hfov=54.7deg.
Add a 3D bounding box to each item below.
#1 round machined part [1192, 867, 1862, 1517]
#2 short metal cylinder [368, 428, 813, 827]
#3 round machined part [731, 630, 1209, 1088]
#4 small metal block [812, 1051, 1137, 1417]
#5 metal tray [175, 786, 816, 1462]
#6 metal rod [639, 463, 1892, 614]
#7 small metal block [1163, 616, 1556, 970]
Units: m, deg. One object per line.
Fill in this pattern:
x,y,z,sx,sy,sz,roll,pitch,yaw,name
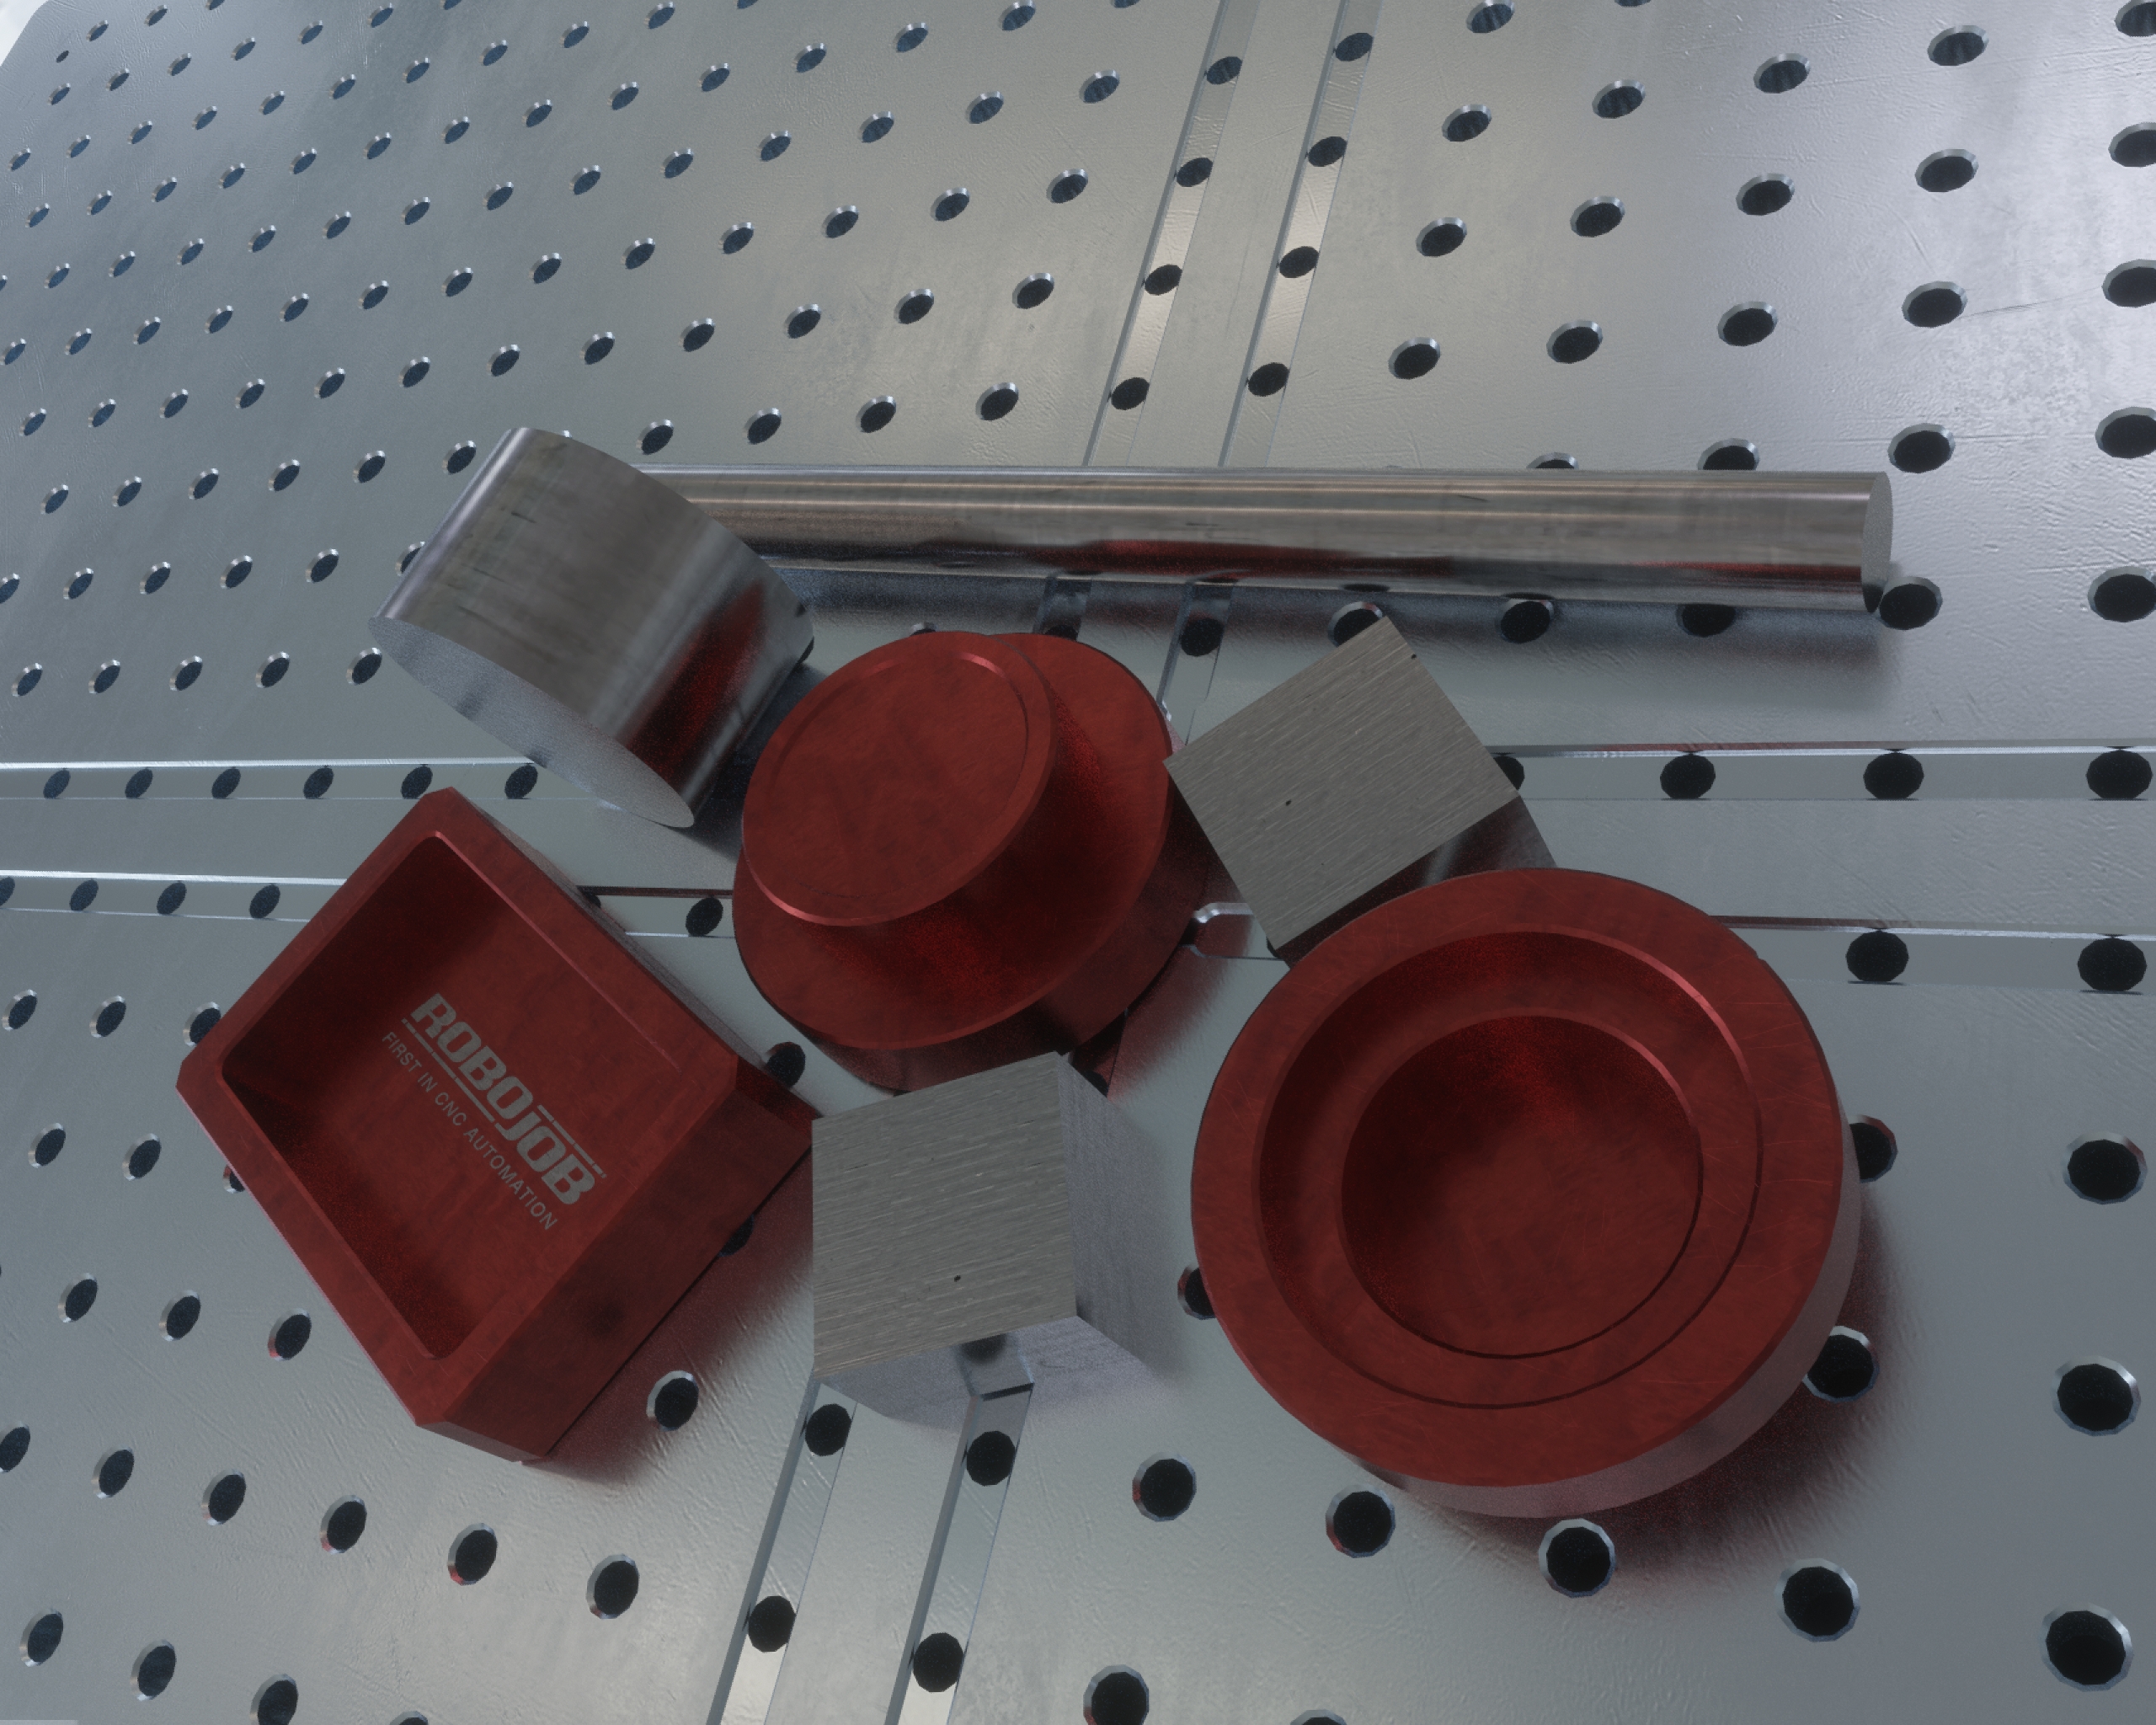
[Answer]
0.071,0.053,0.327,0.098,0.042,0.098,-13,56,21,round machined part
-0.106,-0.050,0.460,0.080,0.080,0.050,19,72,35,short metal cylinder
-0.027,-0.007,0.415,0.098,0.042,0.098,-14,53,19,round machined part
-0.020,0.068,0.377,0.050,0.025,0.050,-18,55,18,small metal block
-0.126,0.050,0.440,0.090,0.030,0.130,-50,51,-7,metal tray
0.013,-0.072,0.445,0.300,0.025,0.025,7,65,31,metal rod
0.051,-0.010,0.388,0.050,0.025,0.050,-33,51,6,small metal block
